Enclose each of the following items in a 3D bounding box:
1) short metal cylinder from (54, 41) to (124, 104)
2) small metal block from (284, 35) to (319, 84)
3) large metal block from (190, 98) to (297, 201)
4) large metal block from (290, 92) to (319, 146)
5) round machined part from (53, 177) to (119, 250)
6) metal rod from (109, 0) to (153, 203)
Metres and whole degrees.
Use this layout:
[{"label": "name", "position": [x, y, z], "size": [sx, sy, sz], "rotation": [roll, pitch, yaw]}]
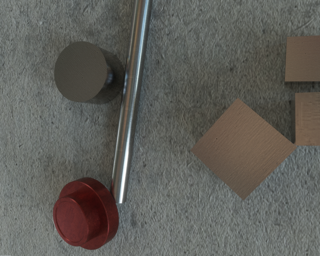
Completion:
[{"label": "short metal cylinder", "position": [-0.097, -0.074, 0.428], "size": [0.080, 0.050, 0.079], "rotation": [0, 90, 19]}, {"label": "small metal block", "position": [0.169, -0.076, 0.350], "size": [0.050, 0.025, 0.050], "rotation": [3, 91, 19]}, {"label": "large metal block", "position": [0.097, 0.023, 0.361], "size": [0.080, 0.050, 0.080], "rotation": [44, 103, 14]}, {"label": "large metal block", "position": [0.179, -0.009, 0.317], "size": [0.080, 0.080, 0.050], "rotation": [0, 90, 19]}, {"label": "round machined part", "position": [-0.107, 0.120, 0.423], "size": [0.098, 0.042, 0.097], "rotation": [6, 102, 32]}, {"label": "metal rod", "position": [-0.039, -0.047, 0.421], "size": [0.025, 0.025, 0.298], "rotation": [9, 93, 19]}]
